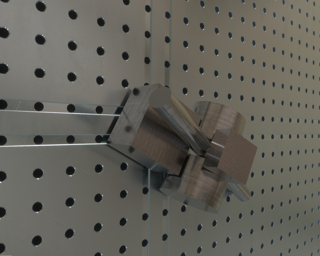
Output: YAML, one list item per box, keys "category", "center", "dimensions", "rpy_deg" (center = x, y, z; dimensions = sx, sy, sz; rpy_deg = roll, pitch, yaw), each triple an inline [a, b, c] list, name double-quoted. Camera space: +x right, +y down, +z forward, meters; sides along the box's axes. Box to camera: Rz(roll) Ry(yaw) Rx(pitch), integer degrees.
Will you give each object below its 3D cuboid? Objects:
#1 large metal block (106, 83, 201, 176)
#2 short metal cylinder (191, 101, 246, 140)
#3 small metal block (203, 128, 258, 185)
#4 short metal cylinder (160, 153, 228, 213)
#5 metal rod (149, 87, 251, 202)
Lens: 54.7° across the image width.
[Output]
- category: "large metal block"
  center: [-0.005, 0.003, 0.381]
  dimensions: [0.080, 0.050, 0.080]
  rpy_deg: [36, 68, -34]
- category: "short metal cylinder"
  center: [0.073, 0.004, 0.431]
  dimensions: [0.080, 0.080, 0.050]
  rpy_deg: [34, 69, -35]
- category: "small metal block"
  center: [0.085, 0.035, 0.374]
  dimensions: [0.050, 0.025, 0.050]
  rpy_deg: [32, 70, -26]
- category: "short metal cylinder"
  center: [0.046, 0.073, 0.408]
  dimensions: [0.080, 0.080, 0.050]
  rpy_deg: [37, 67, -34]
- category: "metal rod"
  center: [0.071, 0.041, 0.413]
  dimensions: [0.300, 0.025, 0.025]
  rpy_deg: [45, 62, -48]
